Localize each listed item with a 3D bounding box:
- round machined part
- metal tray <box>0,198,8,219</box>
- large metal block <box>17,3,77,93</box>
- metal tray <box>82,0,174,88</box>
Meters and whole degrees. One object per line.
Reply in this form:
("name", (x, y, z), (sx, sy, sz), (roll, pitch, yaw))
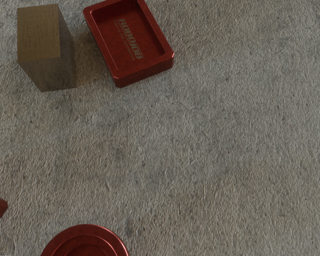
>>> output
("round machined part", (-0.080, 0.158, 0.341), (0.099, 0.042, 0.098), (0, 70, -1))
("metal tray", (-0.255, 0.123, 0.357), (0.090, 0.030, 0.130), (27, 72, 9))
("large metal block", (-0.149, -0.104, 0.415), (0.050, 0.080, 0.080), (-8, 70, -3))
("metal tray", (-0.047, -0.132, 0.452), (0.091, 0.030, 0.130), (-24, 72, -9))
